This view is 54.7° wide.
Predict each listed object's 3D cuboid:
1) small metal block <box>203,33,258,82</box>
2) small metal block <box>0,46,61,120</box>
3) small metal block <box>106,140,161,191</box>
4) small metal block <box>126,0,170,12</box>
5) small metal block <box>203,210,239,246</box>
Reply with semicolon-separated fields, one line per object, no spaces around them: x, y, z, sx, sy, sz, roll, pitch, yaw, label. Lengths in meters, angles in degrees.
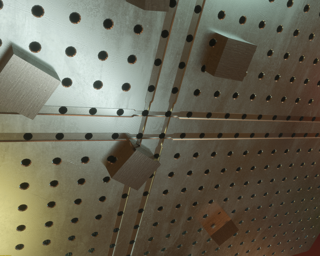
0.092;-0.092;0.407;0.050;0.025;0.050;4;117;-31;small metal block
-0.137;-0.044;0.310;0.050;0.025;0.050;32;100;-39;small metal block
-0.036;0.052;0.425;0.050;0.025;0.050;-49;129;6;small metal block
-0.011;-0.144;0.301;0.025;0.050;0.050;-7;122;-26;small metal block
0.119;0.194;0.599;0.050;0.025;0.050;-38;130;-3;small metal block
